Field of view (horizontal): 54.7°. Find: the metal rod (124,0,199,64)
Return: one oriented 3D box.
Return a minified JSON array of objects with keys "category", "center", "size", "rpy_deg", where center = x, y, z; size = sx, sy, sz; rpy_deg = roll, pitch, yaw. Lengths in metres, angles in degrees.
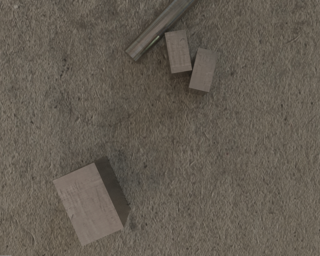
[{"category":"metal rod","center":[0.065,-0.202,0.410],"size":[0.025,0.025,0.300],"rpy_deg":[44,90,0]}]

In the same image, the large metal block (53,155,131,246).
[{"category":"large metal block","center":[-0.079,0.084,0.382],"size":[0.050,0.080,0.080],"rpy_deg":[-24,90,0]}]

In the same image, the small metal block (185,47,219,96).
[{"category":"small metal block","center":[0.053,-0.070,0.398],"size":[0.025,0.050,0.050],"rpy_deg":[13,90,0]}]

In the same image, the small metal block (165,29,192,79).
[{"category":"small metal block","center":[0.022,-0.092,0.398],"size":[0.025,0.050,0.050],"rpy_deg":[-10,90,0]}]
